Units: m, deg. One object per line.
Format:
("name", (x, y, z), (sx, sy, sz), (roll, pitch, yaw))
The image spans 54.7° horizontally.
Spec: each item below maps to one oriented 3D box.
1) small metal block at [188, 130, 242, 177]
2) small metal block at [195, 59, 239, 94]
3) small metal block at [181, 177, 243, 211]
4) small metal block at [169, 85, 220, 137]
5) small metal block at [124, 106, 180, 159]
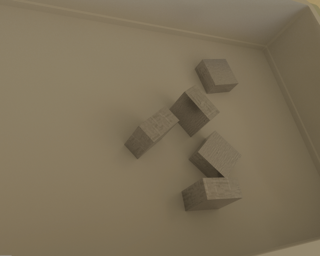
("small metal block", (0.075, 0.040, 0.422), (0.050, 0.025, 0.050), (44, 51, 2))
("small metal block", (0.092, -0.085, 0.507), (0.050, 0.025, 0.050), (-9, 66, -32))
("small metal block", (0.062, 0.080, 0.374), (0.050, 0.050, 0.025), (4, 60, -26))
("small metal block", (0.046, -0.023, 0.428), (0.050, 0.050, 0.025), (49, 51, 6))
("small metal block", (-0.010, 0.006, 0.380), (0.025, 0.050, 0.050), (47, 51, 4))
